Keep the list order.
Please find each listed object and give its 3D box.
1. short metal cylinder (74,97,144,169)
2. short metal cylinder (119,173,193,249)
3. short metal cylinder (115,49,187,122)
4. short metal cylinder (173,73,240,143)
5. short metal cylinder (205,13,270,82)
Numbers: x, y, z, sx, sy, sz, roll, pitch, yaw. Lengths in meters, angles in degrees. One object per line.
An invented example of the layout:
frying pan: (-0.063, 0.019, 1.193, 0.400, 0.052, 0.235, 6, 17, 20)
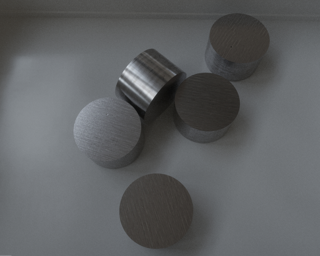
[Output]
short metal cylinder: (-0.062, 0.008, 0.391, 0.080, 0.050, 0.080, 0, 72, 1)
short metal cylinder: (-0.004, 0.097, 0.361, 0.081, 0.050, 0.080, 0, 70, 0)
short metal cylinder: (-0.011, -0.054, 0.400, 0.050, 0.080, 0.080, 40, 75, 13)
short metal cylinder: (0.058, -0.025, 0.406, 0.081, 0.050, 0.080, 0, 70, 0)
short metal cylinder: (0.107, -0.113, 0.438, 0.081, 0.050, 0.080, 0, 70, 0)
